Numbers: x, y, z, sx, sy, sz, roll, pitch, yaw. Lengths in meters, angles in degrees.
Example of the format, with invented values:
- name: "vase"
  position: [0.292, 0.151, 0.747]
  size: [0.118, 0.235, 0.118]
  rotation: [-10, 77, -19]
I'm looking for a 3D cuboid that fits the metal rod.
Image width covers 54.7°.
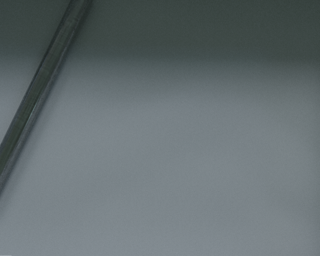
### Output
- name: "metal rod"
  position: [-0.166, -0.040, 0.409]
  size: [0.025, 0.025, 0.299]
  rotation: [26, 90, -1]
